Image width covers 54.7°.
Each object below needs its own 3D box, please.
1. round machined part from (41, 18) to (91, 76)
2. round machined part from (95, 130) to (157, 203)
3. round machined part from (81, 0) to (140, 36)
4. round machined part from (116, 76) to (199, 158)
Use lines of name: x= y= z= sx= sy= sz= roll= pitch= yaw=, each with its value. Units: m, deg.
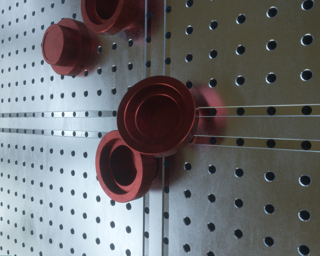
round machined part: x=-0.167 y=-0.140 z=0.533 sx=0.098 sy=0.042 sz=0.097 roll=0 pitch=90 yaw=39
round machined part: x=-0.043 y=0.051 z=0.430 sx=0.098 sy=0.042 sz=0.097 roll=2 pitch=93 yaw=42
round machined part: x=-0.068 y=-0.184 z=0.452 sx=0.098 sy=0.042 sz=0.097 roll=0 pitch=90 yaw=39
round machined part: x=0.000 y=-0.011 z=0.381 sx=0.098 sy=0.042 sz=0.098 roll=-5 pitch=72 yaw=18
